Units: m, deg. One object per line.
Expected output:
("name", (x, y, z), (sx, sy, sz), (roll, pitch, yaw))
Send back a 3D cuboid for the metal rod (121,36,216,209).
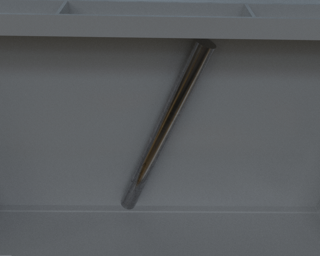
("metal rod", (-0.002, 0.016, 0.419), (0.025, 0.025, 0.298), (15, 129, -13))
